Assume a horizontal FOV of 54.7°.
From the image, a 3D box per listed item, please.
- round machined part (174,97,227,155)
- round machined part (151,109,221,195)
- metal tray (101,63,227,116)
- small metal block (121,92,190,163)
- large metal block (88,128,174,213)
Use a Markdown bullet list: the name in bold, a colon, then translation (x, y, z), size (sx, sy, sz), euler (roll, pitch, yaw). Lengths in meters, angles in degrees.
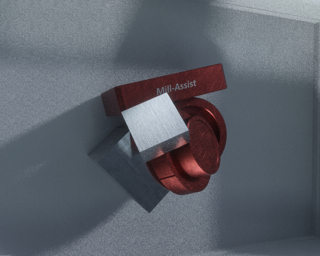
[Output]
- **round machined part**: translation (0.036, 0.009, 0.416), size (0.099, 0.042, 0.097), euler (0, 90, -21)
- **round machined part**: translation (0.034, 0.024, 0.352), size (0.098, 0.042, 0.098), euler (32, 48, -43)
- **metal tray**: translation (0.002, -0.045, 0.375), size (0.131, 0.090, 0.030), euler (-16, 96, -20)
- **small metal block**: translation (-0.004, -0.001, 0.310), size (0.050, 0.025, 0.050), euler (-24, 60, -6)
- **large metal block**: translation (-0.034, 0.046, 0.368), size (0.050, 0.080, 0.080), euler (-46, 105, -14)
